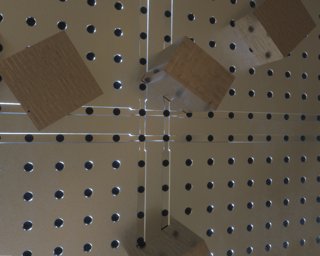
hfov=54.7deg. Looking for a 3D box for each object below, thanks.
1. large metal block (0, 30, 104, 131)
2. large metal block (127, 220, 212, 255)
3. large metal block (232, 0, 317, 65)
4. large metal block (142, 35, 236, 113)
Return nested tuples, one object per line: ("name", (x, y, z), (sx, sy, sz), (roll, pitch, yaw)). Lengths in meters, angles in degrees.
("large metal block", (-0.124, -0.051, 0.354), (0.080, 0.050, 0.080), (-34, 101, -17))
("large metal block", (0.015, 0.171, 0.390), (0.080, 0.080, 0.050), (-29, 100, -18))
("large metal block", (0.171, -0.155, 0.464), (0.080, 0.050, 0.080), (-44, 104, -15))
("large metal block", (0.034, -0.063, 0.397), (0.080, 0.080, 0.050), (35, 79, -17))
